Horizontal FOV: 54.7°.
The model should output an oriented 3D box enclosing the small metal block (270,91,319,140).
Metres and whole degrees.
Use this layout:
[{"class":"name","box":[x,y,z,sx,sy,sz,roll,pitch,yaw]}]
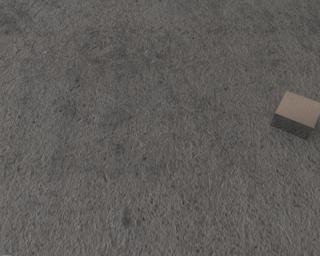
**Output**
[{"class":"small metal block","box":[0.185,-0.018,0.420,0.050,0.025,0.050,25,54,19]}]
